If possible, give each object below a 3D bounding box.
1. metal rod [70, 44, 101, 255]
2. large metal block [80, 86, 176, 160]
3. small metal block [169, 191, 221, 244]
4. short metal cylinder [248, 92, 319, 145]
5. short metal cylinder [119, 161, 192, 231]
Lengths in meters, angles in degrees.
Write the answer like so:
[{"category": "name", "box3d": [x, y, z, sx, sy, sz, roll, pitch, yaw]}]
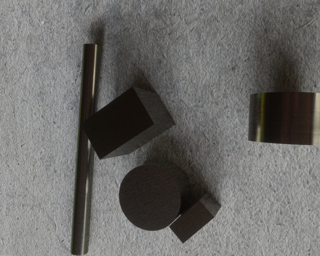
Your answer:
[{"category": "metal rod", "box3d": [-0.107, 0.031, 0.446, 0.025, 0.025, 0.298, 4, 91, 20]}, {"category": "large metal block", "box3d": [-0.037, -0.005, 0.393, 0.080, 0.080, 0.050, -33, 79, 17]}, {"category": "small metal block", "box3d": [0.044, 0.108, 0.380, 0.050, 0.050, 0.025, -45, 76, 14]}, {"category": "short metal cylinder", "box3d": [0.137, -0.010, 0.331, 0.080, 0.080, 0.050, 3, 91, 20]}, {"category": "short metal cylinder", "box3d": [-0.005, 0.084, 0.397, 0.080, 0.050, 0.079, 0, 90, 20]}]
